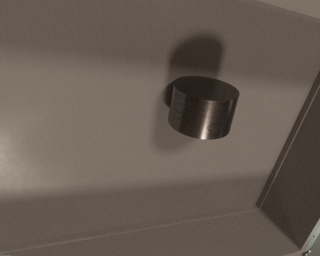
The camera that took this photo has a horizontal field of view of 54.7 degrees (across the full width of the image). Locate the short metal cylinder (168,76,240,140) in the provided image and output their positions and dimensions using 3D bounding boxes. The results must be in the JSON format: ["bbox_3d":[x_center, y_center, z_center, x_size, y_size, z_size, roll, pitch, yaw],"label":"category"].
[{"bbox_3d":[0.053,-0.028,0.387,0.081,0.080,0.050,-7,122,-25],"label":"short metal cylinder"}]
